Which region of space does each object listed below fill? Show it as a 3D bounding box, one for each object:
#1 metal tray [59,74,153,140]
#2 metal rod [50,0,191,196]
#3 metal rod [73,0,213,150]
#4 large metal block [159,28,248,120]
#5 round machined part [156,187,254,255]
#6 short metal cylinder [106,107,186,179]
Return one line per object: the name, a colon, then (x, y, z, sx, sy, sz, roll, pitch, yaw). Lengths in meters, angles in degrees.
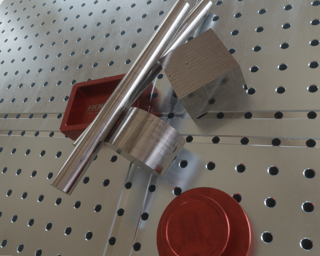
metal tray: (-0.080, -0.032, 0.464, 0.130, 0.030, 0.090, -6, 59, 24)
metal rod: (-0.037, -0.054, 0.388, 0.025, 0.025, 0.300, 14, 63, 33)
metal rod: (-0.011, -0.084, 0.432, 0.025, 0.025, 0.301, 21, 62, 35)
large metal block: (0.055, -0.071, 0.406, 0.080, 0.050, 0.080, -30, 52, 9)
round machined part: (0.040, 0.106, 0.310, 0.098, 0.042, 0.098, -13, 56, 20)
short metal cylinder: (-0.017, 0.018, 0.369, 0.080, 0.080, 0.050, 23, 74, 36)
